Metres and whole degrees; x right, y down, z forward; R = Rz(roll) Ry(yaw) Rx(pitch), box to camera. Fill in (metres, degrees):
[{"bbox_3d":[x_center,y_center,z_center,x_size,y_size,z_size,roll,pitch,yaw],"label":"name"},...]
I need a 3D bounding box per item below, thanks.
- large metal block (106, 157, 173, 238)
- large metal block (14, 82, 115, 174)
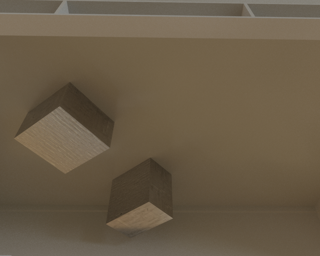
[{"bbox_3d":[-0.029,0.104,0.461,0.080,0.080,0.050,-32,123,24],"label":"large metal block"},{"bbox_3d":[-0.118,0.002,0.393,0.080,0.050,0.080,-30,124,23],"label":"large metal block"}]
